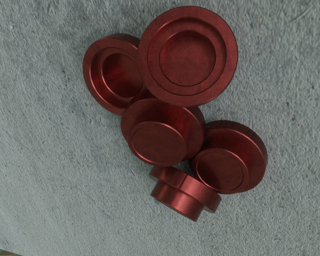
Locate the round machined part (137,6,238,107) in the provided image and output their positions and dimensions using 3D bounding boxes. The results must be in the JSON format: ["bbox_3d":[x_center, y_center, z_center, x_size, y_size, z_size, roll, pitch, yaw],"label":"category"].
[{"bbox_3d":[0.029,-0.070,0.320,0.098,0.042,0.097,0,92,10],"label":"round machined part"}]

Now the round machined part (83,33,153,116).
[{"bbox_3d":[-0.041,-0.066,0.376,0.098,0.042,0.097,13,124,20],"label":"round machined part"}]

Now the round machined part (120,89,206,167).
[{"bbox_3d":[0.001,0.007,0.357,0.098,0.042,0.097,9,131,10],"label":"round machined part"}]

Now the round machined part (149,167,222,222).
[{"bbox_3d":[0.027,0.087,0.403,0.098,0.042,0.098,29,167,8],"label":"round machined part"}]

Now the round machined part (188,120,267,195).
[{"bbox_3d":[0.078,0.042,0.381,0.098,0.042,0.097,13,124,20],"label":"round machined part"}]
